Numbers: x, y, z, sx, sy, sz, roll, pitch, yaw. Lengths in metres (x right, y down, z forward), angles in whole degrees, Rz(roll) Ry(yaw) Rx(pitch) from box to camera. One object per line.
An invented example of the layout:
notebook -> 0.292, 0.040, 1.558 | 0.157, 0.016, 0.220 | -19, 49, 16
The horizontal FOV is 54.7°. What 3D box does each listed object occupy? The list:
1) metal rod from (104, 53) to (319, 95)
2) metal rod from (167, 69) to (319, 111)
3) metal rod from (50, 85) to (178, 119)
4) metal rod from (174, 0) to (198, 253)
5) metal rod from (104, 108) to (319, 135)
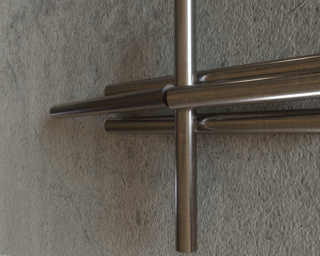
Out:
metal rod -> 0.043, -0.055, 0.369 | 0.300, 0.025, 0.025 | -1, 90, 39
metal rod -> 0.144, -0.038, 0.254 | 0.300, 0.025, 0.025 | -3, 88, 29
metal rod -> -0.087, -0.031, 0.443 | 0.300, 0.025, 0.025 | -2, 89, 49
metal rod -> 0.029, -0.013, 0.348 | 0.025, 0.025, 0.298 | -1, 90, 39
metal rod -> 0.043, -0.005, 0.369 | 0.300, 0.025, 0.025 | -1, 90, 39
